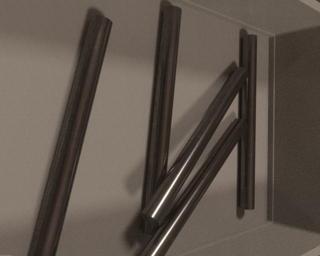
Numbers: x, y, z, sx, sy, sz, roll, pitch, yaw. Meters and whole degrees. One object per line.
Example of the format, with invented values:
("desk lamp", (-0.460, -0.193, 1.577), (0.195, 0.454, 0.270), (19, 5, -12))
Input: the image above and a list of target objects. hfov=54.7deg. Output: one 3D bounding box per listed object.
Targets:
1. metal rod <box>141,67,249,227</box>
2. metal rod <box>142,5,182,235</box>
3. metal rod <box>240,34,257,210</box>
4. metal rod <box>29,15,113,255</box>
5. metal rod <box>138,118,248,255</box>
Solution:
("metal rod", (0.063, 0.006, 0.441), (0.025, 0.025, 0.301), (56, 52, -26))
("metal rod", (0.003, -0.013, 0.411), (0.025, 0.025, 0.298), (9, 84, -40))
("metal rod", (0.154, -0.010, 0.538), (0.025, 0.025, 0.298), (2, 89, -40))
("metal rod", (-0.096, 0.023, 0.327), (0.025, 0.025, 0.299), (19, 78, -39))
("metal rod", (0.054, 0.081, 0.433), (0.301, 0.025, 0.025), (-47, 119, -37))
